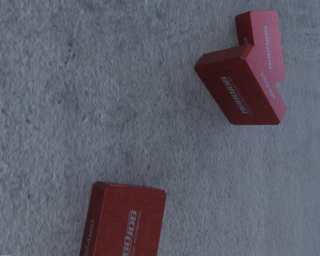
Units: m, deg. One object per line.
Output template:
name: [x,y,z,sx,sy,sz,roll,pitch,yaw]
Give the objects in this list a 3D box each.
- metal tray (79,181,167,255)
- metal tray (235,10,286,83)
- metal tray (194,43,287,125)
metal tray: [-0.044,0.133,0.367,0.091,0.030,0.129,16,80,-39]
metal tray: [0.183,-0.142,0.558,0.091,0.030,0.129,-19,102,-39]
metal tray: [0.122,-0.059,0.466,0.130,0.090,0.030,50,60,-29]
